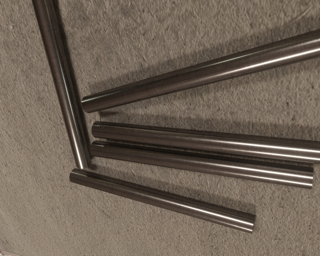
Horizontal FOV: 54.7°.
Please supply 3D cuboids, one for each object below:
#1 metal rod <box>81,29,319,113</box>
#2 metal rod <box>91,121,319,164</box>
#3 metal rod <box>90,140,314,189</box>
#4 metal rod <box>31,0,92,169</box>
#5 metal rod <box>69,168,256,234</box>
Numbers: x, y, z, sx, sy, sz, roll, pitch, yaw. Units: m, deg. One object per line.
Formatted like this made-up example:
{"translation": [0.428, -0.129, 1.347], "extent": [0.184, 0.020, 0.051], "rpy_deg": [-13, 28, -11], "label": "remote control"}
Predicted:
{"translation": [0.024, -0.055, 0.358], "extent": [0.300, 0.025, 0.025], "rpy_deg": [-10, 113, 32], "label": "metal rod"}
{"translation": [0.043, 0.015, 0.391], "extent": [0.301, 0.025, 0.025], "rpy_deg": [5, 121, 25], "label": "metal rod"}
{"translation": [0.037, 0.044, 0.413], "extent": [0.301, 0.025, 0.025], "rpy_deg": [5, 121, 25], "label": "metal rod"}
{"translation": [-0.137, -0.070, 0.433], "extent": [0.025, 0.025, 0.298], "rpy_deg": [8, 122, 23], "label": "metal rod"}
{"translation": [-0.010, 0.106, 0.476], "extent": [0.301, 0.025, 0.025], "rpy_deg": [10, 123, 22], "label": "metal rod"}
